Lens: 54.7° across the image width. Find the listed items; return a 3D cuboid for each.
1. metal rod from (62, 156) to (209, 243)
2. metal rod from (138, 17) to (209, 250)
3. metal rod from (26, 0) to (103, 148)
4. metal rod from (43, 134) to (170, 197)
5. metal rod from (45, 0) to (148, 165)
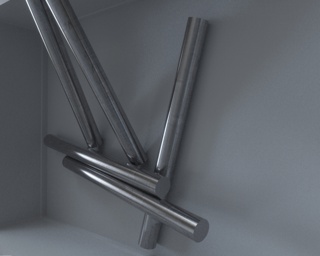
[{"bbox_3d":[-0.057,0.082,0.429,0.300,0.025,0.025,14,99,46],"label":"metal rod"},{"bbox_3d":[0.014,0.014,0.395,0.025,0.025,0.298,20,103,38],"label":"metal rod"},{"bbox_3d":[-0.140,-0.103,0.428,0.025,0.025,0.298,9,126,40],"label":"metal rod"},{"bbox_3d":[-0.101,0.046,0.471,0.300,0.025,0.025,13,98,45],"label":"metal rod"},{"bbox_3d":[-0.090,-0.083,0.395,0.025,0.025,0.299,-13,110,39],"label":"metal rod"}]
